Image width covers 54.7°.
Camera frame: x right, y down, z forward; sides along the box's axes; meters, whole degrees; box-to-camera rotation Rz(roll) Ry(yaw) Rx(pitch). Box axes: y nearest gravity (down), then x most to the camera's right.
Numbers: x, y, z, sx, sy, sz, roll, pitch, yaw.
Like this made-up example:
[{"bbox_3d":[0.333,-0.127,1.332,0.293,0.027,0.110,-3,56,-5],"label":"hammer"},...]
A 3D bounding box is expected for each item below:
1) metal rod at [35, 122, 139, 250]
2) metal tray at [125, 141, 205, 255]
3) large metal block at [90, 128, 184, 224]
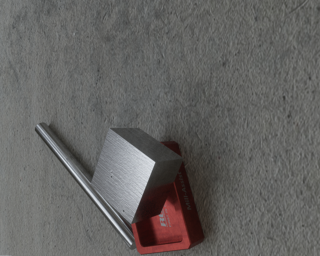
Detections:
[{"bbox_3d":[-0.129,0.080,0.511,0.300,0.025,0.025,39,114,33],"label":"metal rod"},{"bbox_3d":[-0.003,0.091,0.404,0.090,0.030,0.129,-25,75,37],"label":"metal tray"},{"bbox_3d":[-0.030,0.053,0.374,0.080,0.050,0.079,33,110,35],"label":"large metal block"}]
